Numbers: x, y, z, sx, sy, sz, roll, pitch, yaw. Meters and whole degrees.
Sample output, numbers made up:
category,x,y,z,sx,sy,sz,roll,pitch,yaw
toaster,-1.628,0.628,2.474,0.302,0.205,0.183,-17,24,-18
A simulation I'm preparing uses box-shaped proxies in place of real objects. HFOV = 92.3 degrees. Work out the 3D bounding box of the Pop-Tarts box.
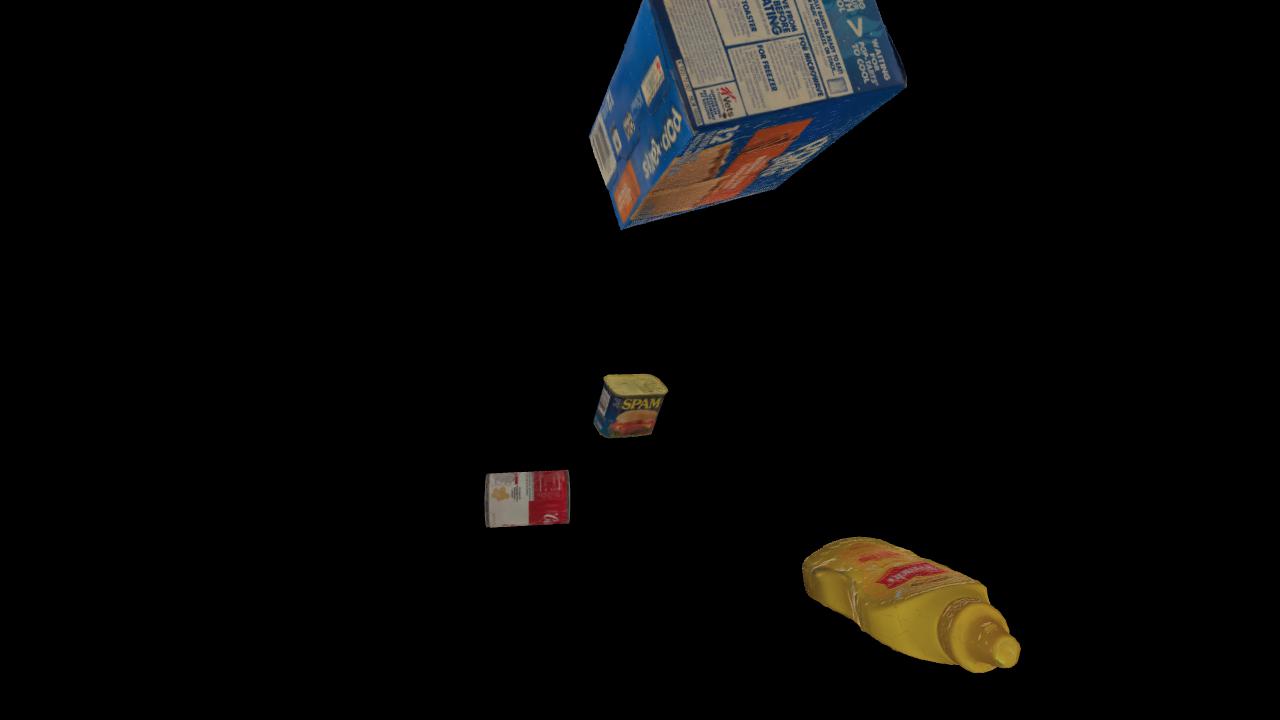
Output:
category,x,y,z,sx,sy,sz,roll,pitch,yaw
Pop-Tarts box,0.057,-0.163,0.410,0.141,0.083,0.167,-19,0,-16

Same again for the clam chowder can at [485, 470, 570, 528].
category,x,y,z,sx,sy,sz,roll,pitch,yaw
clam chowder can,-0.140,0.173,0.769,0.102,0.068,0.068,0,0,-11

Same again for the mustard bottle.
category,x,y,z,sx,sy,sz,roll,pitch,yaw
mustard bottle,0.197,0.175,0.444,0.092,0.054,0.184,-1,-3,-10

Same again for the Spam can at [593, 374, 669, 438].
category,x,y,z,sx,sy,sz,roll,pitch,yaw
Spam can,-0.017,0.072,0.965,0.101,0.085,0.058,0,32,-31
